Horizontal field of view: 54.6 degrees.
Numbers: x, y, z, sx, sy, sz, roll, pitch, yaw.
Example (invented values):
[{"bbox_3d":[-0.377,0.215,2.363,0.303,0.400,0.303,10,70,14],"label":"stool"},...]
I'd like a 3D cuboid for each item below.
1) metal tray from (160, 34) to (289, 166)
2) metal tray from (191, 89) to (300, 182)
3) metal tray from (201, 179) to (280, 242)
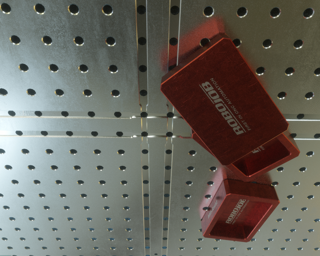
[{"bbox_3d":[0.074,-0.029,0.357,0.090,0.030,0.130,-35,109,16],"label":"metal tray"},{"bbox_3d":[0.115,0.014,0.420,0.090,0.030,0.130,-36,122,26],"label":"metal tray"},{"bbox_3d":[0.133,0.146,0.532,0.091,0.030,0.129,9,130,-8],"label":"metal tray"}]
